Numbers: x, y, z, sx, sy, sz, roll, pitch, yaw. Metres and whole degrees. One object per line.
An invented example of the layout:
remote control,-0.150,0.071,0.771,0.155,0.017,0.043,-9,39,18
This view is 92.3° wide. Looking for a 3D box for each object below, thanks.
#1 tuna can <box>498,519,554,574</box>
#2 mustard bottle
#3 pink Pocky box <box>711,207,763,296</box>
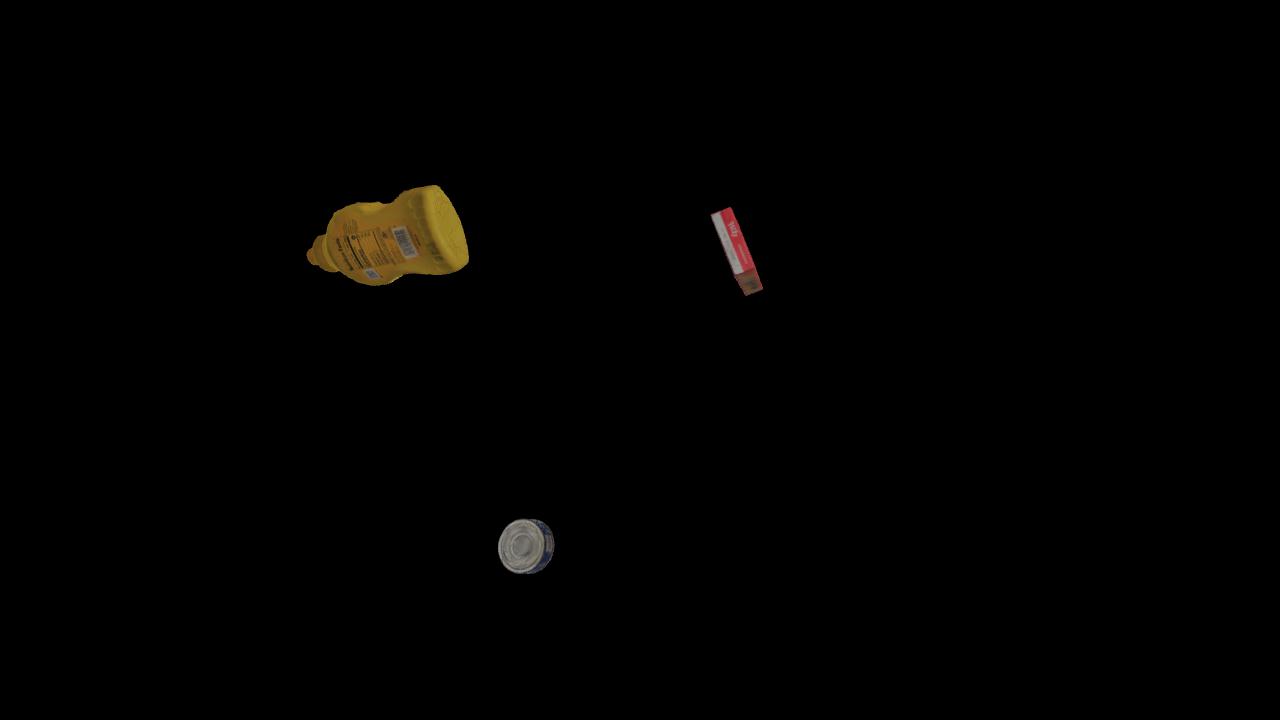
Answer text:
tuna can,-0.179,0.292,0.964,0.084,0.084,0.034,0,-17,18
mustard bottle,-0.281,-0.125,0.657,0.184,0.092,0.054,-7,34,19
pink Pocky box,0.130,-0.138,0.807,0.029,0.084,0.155,-21,-9,13
